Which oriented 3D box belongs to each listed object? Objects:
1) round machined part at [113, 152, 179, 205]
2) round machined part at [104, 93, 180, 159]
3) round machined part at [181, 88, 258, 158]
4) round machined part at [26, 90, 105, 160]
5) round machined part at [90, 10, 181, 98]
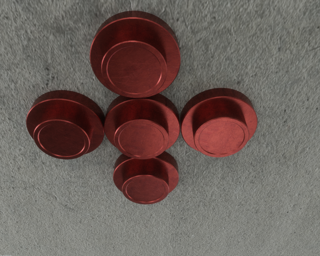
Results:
[{"bbox_3d":[-0.021,0.078,0.463,0.099,0.042,0.097,-1,130,0],"label":"round machined part"},{"bbox_3d":[-0.023,0.003,0.400,0.099,0.042,0.097,-1,130,0],"label":"round machined part"},{"bbox_3d":[0.076,0.000,0.399,0.099,0.042,0.097,-1,130,0],"label":"round machined part"},{"bbox_3d":[-0.122,0.003,0.398,0.099,0.042,0.097,-1,130,0],"label":"round machined part"},{"bbox_3d":[-0.027,-0.072,0.336,0.099,0.042,0.097,-1,130,0],"label":"round machined part"}]
